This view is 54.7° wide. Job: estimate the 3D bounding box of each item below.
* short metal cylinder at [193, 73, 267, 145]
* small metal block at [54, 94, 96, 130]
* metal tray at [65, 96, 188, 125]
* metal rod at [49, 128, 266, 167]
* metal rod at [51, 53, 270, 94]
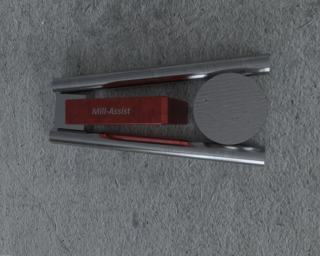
[{"bbox_3d":[0.085,-0.021,0.366,0.080,0.050,0.079,0,90,20],"label":"short metal cylinder"},{"bbox_3d":[-0.125,-0.023,0.455,0.050,0.025,0.050,5,92,19],"label":"small metal block"},{"bbox_3d":[-0.039,-0.019,0.388,0.130,0.090,0.030,0,90,20],"label":"metal tray"},{"bbox_3d":[-0.017,0.022,0.416,0.301,0.025,0.025,5,92,19],"label":"metal rod"},{"bbox_3d":[-0.013,-0.069,0.415,0.301,0.025,0.025,-3,89,19],"label":"metal rod"}]
